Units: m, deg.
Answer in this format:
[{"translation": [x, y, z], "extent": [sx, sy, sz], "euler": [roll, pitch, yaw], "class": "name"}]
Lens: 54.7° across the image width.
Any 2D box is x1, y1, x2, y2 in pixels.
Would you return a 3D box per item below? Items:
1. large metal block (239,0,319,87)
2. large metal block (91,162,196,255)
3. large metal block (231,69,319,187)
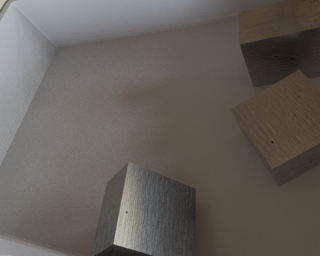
[{"translation": [0.141, -0.096, 0.356], "extent": [0.080, 0.080, 0.050], "euler": [-7, 59, 24], "class": "large metal block"}, {"translation": [-0.013, 0.091, 0.303], "extent": [0.050, 0.080, 0.080], "euler": [-45, 28, 42], "class": "large metal block"}, {"translation": [0.133, 0.000, 0.320], "extent": [0.080, 0.050, 0.080], "euler": [-31, 52, 8], "class": "large metal block"}]
